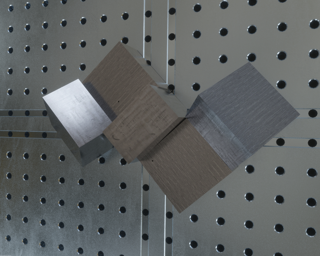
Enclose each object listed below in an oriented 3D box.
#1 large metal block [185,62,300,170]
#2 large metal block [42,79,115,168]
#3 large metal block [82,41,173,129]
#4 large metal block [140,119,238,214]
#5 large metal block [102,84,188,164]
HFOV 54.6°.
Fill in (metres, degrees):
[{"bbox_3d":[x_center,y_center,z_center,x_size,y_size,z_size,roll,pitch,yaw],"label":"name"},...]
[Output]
[{"bbox_3d":[0.090,-0.014,0.345,0.080,0.050,0.080,-34,76,-24],"label":"large metal block"},{"bbox_3d":[-0.106,-0.004,0.414,0.050,0.080,0.080,-34,76,-23],"label":"large metal block"},{"bbox_3d":[-0.045,-0.054,0.415,0.080,0.050,0.080,-44,77,16],"label":"large metal block"},{"bbox_3d":[0.036,0.045,0.386,0.080,0.050,0.080,-43,75,15],"label":"large metal block"},{"bbox_3d":[-0.011,-0.004,0.387,0.080,0.080,0.050,-44,78,15],"label":"large metal block"}]
